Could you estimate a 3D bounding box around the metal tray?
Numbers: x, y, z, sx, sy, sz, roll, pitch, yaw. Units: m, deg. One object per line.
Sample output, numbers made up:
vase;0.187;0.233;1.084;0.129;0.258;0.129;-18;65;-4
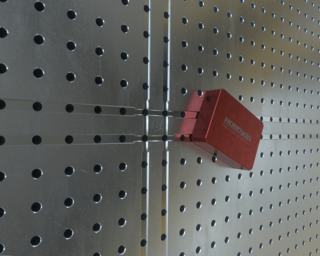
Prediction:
metal tray;0.114;0.005;0.505;0.130;0.030;0.090;32;70;-36
